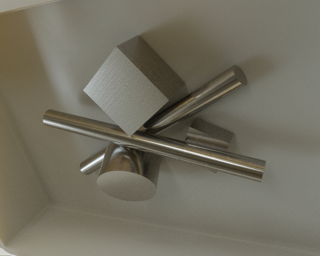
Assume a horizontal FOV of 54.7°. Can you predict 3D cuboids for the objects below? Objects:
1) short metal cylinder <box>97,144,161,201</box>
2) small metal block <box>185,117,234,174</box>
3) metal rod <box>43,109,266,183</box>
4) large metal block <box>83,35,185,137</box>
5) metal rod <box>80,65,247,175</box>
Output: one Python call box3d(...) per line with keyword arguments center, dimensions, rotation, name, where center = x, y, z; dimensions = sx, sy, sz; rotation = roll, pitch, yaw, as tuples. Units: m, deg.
box3d(center=(-0.042, 0.060, 0.430), dimensions=(0.080, 0.050, 0.080), rotation=(5, 140, 5), name="short metal cylinder")
box3d(center=(0.058, 0.022, 0.387), dimensions=(0.050, 0.025, 0.050), rotation=(24, 127, 13), name="small metal block")
box3d(center=(-0.023, 0.017, 0.395), dimensions=(0.301, 0.025, 0.025), rotation=(13, 124, 20), name="metal rod")
box3d(center=(-0.031, -0.050, 0.374), dimensions=(0.080, 0.050, 0.080), rotation=(46, 129, -4), name="large metal block")
box3d(center=(-0.018, 0.005, 0.417), dimensions=(0.299, 0.025, 0.025), rotation=(-31, 102, 37), name="metal rod")
